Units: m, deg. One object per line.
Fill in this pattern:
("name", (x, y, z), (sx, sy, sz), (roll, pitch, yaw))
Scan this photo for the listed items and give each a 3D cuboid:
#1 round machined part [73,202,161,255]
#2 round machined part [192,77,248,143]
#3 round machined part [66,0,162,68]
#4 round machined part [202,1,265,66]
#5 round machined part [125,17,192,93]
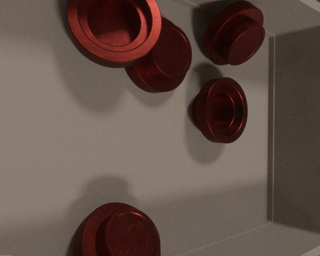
("round machined part", (-0.039, 0.126, 0.335), (0.099, 0.042, 0.098), (25, 42, -25))
("round machined part", (0.087, -0.026, 0.471), (0.099, 0.042, 0.097), (0, 90, -40))
("round machined part", (-0.051, -0.113, 0.339), (0.099, 0.042, 0.097), (2, 83, -17))
("round machined part", (0.115, -0.132, 0.458), (0.099, 0.042, 0.098), (-26, 149, -17))
("round machined part", (0.003, -0.095, 0.400), (0.099, 0.042, 0.097), (0, 90, -40))
